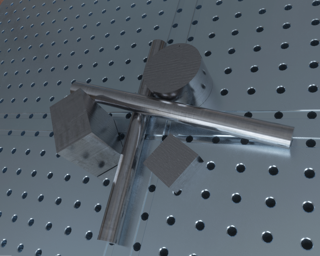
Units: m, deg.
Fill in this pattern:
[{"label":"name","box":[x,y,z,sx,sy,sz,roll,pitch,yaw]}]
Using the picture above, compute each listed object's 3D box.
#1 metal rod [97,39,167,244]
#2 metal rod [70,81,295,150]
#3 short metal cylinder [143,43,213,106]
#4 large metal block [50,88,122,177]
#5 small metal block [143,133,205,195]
[{"label":"metal rod","box":[-0.031,0.000,0.423,0.025,0.025,0.300,-1,61,27]},{"label":"metal rod","box":[0.008,-0.023,0.392,0.301,0.025,0.025,14,69,25]},{"label":"short metal cylinder","box":[0.025,-0.067,0.419,0.080,0.050,0.080,-13,56,20]},{"label":"large metal block","box":[-0.096,0.007,0.416,0.050,0.080,0.080,-31,52,8]},{"label":"small metal block","box":[0.017,0.042,0.373,0.050,0.025,0.050,-48,52,-6]}]
